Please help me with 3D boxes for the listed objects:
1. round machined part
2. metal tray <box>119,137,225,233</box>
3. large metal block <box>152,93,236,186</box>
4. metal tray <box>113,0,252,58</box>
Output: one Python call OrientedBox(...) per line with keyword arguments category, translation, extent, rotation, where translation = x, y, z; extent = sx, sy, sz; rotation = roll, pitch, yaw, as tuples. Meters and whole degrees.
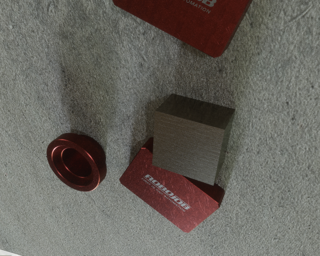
OrientedBox(category="round machined part", translation=(-0.126, 0.049, 0.490), extent=(0.098, 0.042, 0.097), rotation=(13, 124, 20))
OrientedBox(category="metal tray", translation=(0.015, 0.084, 0.447), extent=(0.130, 0.030, 0.089), rotation=(37, 129, 2))
OrientedBox(category="large metal block", translation=(0.039, 0.012, 0.377), extent=(0.080, 0.050, 0.079), rotation=(16, 125, 18))
OrientedBox(category="metal tray", translation=(0.023, -0.139, 0.304), extent=(0.130, 0.030, 0.089), rotation=(30, 128, 8))
